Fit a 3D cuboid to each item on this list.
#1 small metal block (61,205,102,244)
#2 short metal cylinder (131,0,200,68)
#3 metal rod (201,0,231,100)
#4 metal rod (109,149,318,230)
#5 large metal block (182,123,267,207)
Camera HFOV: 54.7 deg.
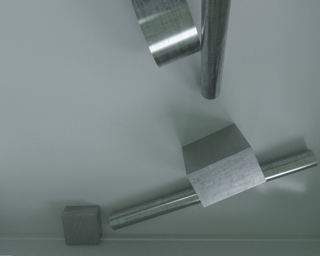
[{"bbox_3d":[-0.116,0.144,0.463,0.050,0.025,0.050,-2,110,0],"label":"small metal block"},{"bbox_3d":[0.008,-0.113,0.340,0.050,0.080,0.080,-21,109,7],"label":"short metal cylinder"},{"bbox_3d":[0.048,-0.110,0.264,0.025,0.025,0.299,-9,155,3],"label":"metal rod"},{"bbox_3d":[0.071,0.090,0.445,0.301,0.025,0.025,-19,109,6],"label":"metal rod"},{"bbox_3d":[0.078,0.045,0.400,0.080,0.080,0.050,-25,108,8],"label":"large metal block"}]
